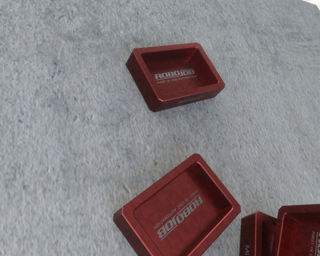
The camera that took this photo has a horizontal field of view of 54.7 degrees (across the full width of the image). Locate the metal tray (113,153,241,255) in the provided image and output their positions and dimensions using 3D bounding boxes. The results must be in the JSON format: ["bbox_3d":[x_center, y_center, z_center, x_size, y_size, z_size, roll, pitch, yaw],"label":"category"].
[{"bbox_3d":[0.024,0.097,0.355,0.131,0.030,0.090,-31,79,-38],"label":"metal tray"}]

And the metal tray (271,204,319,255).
[{"bbox_3d":[0.164,0.148,0.330,0.030,0.090,0.130,34,60,-21],"label":"metal tray"}]

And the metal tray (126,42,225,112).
[{"bbox_3d":[0.026,-0.080,0.464,0.131,0.030,0.090,-16,70,-35],"label":"metal tray"}]

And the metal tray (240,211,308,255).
[{"bbox_3d":[0.140,0.177,0.370,0.090,0.030,0.130,24,53,-14],"label":"metal tray"}]
